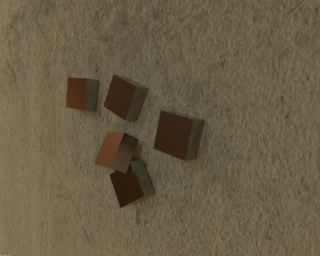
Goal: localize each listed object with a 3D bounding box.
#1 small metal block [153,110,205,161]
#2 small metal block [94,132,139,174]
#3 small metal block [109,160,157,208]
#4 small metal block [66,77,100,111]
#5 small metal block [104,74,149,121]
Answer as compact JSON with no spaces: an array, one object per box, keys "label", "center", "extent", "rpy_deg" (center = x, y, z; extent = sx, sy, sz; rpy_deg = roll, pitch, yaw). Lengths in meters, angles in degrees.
[{"label":"small metal block","center":[0.023,0.008,0.384],"extent":[0.050,0.025,0.050],"rpy_deg":[18,102,38]},{"label":"small metal block","center":[-0.062,0.033,0.435],"extent":[0.050,0.025,0.050],"rpy_deg":[1,67,53]},{"label":"small metal block","center":[-0.039,0.078,0.435],"extent":[0.050,0.025,0.050],"rpy_deg":[-34,69,34]},{"label":"small metal block","center":[-0.127,-0.056,0.507],"extent":[0.050,0.025,0.050],"rpy_deg":[10,96,39]},{"label":"small metal block","center":[-0.049,-0.044,0.443],"extent":[0.050,0.025,0.050],"rpy_deg":[32,110,35]}]
